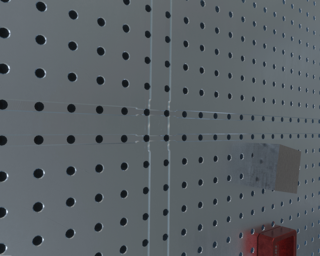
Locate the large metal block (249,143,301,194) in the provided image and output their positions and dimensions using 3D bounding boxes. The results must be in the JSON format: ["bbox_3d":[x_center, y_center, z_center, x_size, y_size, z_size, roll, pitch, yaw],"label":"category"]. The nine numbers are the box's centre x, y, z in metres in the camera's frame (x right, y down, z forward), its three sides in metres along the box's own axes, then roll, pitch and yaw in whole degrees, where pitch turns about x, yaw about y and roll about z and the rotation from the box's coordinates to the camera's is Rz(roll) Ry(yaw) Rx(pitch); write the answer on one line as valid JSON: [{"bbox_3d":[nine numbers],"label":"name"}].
[{"bbox_3d":[0.214,0.075,0.572,0.081,0.050,0.080,16,80,-39],"label":"large metal block"}]

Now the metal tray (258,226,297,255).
[{"bbox_3d":[0.226,0.264,0.595,0.091,0.030,0.129,2,89,-40],"label":"metal tray"}]
